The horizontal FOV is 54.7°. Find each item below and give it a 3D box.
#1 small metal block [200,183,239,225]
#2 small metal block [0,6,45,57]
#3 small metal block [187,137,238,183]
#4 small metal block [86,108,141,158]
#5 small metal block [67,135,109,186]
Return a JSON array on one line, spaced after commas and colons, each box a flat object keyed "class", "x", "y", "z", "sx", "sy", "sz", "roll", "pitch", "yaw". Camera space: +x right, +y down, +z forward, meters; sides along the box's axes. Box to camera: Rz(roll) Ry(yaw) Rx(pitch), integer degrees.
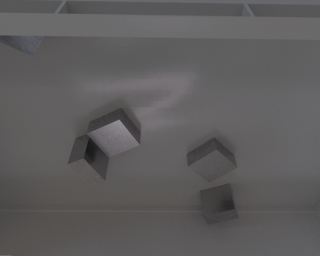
[{"class": "small metal block", "x": 0.094, "y": 0.122, "z": 0.497, "sx": 0.050, "sy": 0.050, "sz": 0.025, "roll": -17, "pitch": 128, "yaw": 14}, {"class": "small metal block", "x": -0.150, "y": -0.096, "z": 0.295, "sx": 0.025, "sy": 0.050, "sz": 0.050, "roll": -64, "pitch": 153, "yaw": -1}, {"class": "small metal block", "x": 0.075, "y": 0.048, "z": 0.450, "sx": 0.050, "sy": 0.025, "sz": 0.050, "roll": -35, "pitch": 122, "yaw": 26}, {"class": "small metal block", "x": -0.061, "y": 0.007, "z": 0.414, "sx": 0.050, "sy": 0.025, "sz": 0.050, "roll": -22, "pitch": 127, "yaw": 18}, {"class": "small metal block", "x": -0.097, "y": 0.043, "z": 0.429, "sx": 0.025, "sy": 0.050, "sz": 0.050, "roll": -21, "pitch": 127, "yaw": 16}]
